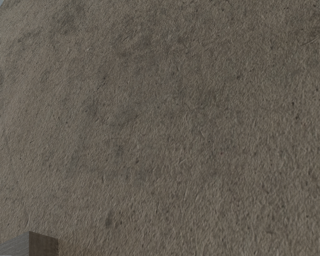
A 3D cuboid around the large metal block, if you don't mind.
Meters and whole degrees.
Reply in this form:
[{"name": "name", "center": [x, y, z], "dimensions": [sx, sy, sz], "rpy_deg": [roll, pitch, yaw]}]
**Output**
[{"name": "large metal block", "center": [-0.168, 0.180, 0.366], "dimensions": [0.080, 0.050, 0.080], "rpy_deg": [-26, 53, 12]}]
